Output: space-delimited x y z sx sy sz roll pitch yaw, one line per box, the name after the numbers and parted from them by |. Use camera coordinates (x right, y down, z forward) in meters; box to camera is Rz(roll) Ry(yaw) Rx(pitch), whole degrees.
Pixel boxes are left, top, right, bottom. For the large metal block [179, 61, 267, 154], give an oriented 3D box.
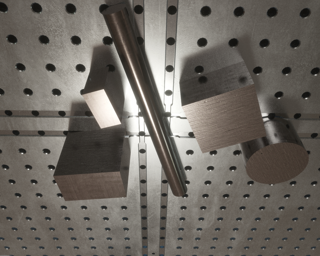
0.076 -0.023 0.377 0.080 0.050 0.080 -17 128 13 | large metal block

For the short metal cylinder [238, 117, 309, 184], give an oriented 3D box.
0.153 0.032 0.425 0.081 0.050 0.079 0 130 0 | short metal cylinder

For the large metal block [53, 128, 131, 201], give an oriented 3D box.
-0.086 0.047 0.415 0.080 0.080 0.050 -4 130 3 | large metal block

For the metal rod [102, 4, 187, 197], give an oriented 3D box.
-0.007 -0.009 0.403 0.025 0.025 0.299 -12 130 9 | metal rod

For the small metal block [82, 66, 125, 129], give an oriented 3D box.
-0.064 -0.036 0.364 0.025 0.050 0.050 -13 129 10 | small metal block
